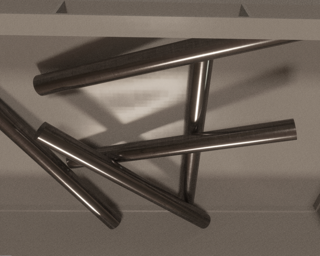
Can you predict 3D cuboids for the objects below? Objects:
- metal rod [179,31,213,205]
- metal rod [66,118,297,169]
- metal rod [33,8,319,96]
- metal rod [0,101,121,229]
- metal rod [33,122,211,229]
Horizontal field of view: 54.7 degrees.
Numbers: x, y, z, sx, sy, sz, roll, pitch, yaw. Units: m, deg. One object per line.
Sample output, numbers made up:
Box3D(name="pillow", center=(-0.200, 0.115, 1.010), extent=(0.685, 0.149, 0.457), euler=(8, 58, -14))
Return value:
Box3D(name="metal rod", center=(0.045, 0.016, 0.423), extent=(0.025, 0.025, 0.298), euler=(0, 130, -1))
Box3D(name="metal rod", center=(0.013, 0.024, 0.401), extent=(0.301, 0.025, 0.025), euler=(-9, 130, 18))
Box3D(name="metal rod", center=(0.001, -0.072, 0.321), extent=(0.301, 0.025, 0.025), euler=(-9, 130, 17))
Box3D(name="metal rod", center=(-0.152, 0.049, 0.431), extent=(0.025, 0.025, 0.300), euler=(-25, 121, 19))
Box3D(name="metal rod", center=(-0.032, 0.078, 0.432), extent=(0.025, 0.025, 0.301), euler=(-37, 125, 27))
